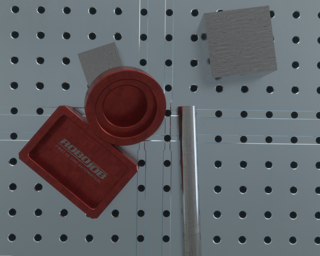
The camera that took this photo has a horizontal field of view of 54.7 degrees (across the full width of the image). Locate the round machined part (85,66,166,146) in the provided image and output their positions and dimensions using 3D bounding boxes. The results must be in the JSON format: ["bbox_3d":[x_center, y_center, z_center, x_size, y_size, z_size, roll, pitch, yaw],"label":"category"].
[{"bbox_3d":[-0.045,-0.030,0.391,0.099,0.042,0.097,-7,115,-15],"label":"round machined part"}]

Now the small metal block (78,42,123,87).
[{"bbox_3d":[-0.075,-0.080,0.412,0.050,0.025,0.050,-18,90,-1],"label":"small metal block"}]

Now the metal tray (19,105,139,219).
[{"bbox_3d":[-0.104,0.043,0.409,0.130,0.030,0.090,40,90,-1],"label":"metal tray"}]

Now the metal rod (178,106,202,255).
[{"bbox_3d":[0.041,0.120,0.414,0.025,0.025,0.298,-2,90,-1],"label":"metal rod"}]

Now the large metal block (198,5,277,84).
[{"bbox_3d":[0.098,-0.105,0.402,0.081,0.050,0.080,-7,90,-1],"label":"large metal block"}]
